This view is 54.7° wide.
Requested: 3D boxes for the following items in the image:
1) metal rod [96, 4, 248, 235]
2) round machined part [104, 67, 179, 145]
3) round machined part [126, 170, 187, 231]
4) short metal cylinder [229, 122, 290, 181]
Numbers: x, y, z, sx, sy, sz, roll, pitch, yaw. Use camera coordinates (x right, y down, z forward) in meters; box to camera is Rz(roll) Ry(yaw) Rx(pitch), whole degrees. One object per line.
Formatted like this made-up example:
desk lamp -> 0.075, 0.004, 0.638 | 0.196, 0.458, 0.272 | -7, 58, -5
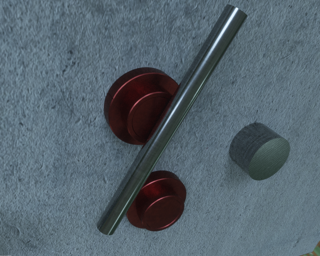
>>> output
metal rod -> 0.005, 0.003, 0.356 | 0.025, 0.025, 0.298 | 20, 108, -36
round machined part -> -0.014, -0.020, 0.375 | 0.099, 0.042, 0.097 | -14, 124, -21
round machined part -> -0.003, 0.116, 0.466 | 0.099, 0.042, 0.097 | -14, 124, -21
short metal cylinder -> 0.161, 0.038, 0.502 | 0.081, 0.050, 0.079 | -14, 124, -21
